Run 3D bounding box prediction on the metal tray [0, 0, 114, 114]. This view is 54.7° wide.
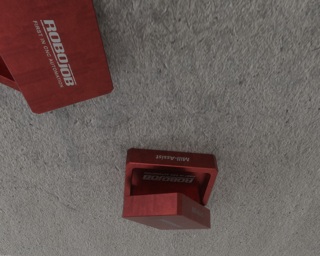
[{"bbox_3d":[-0.103,-0.078,0.303,0.091,0.030,0.129,-18,141,-11],"label":"metal tray"}]

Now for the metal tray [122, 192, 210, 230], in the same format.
[{"bbox_3d":[0.014,0.130,0.470,0.090,0.030,0.130,-10,152,24],"label":"metal tray"}]

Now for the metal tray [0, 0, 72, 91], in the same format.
[{"bbox_3d":[-0.153,-0.106,0.311,0.090,0.030,0.129,26,125,-21],"label":"metal tray"}]

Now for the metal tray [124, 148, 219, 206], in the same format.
[{"bbox_3d":[0.013,0.077,0.469,0.131,0.030,0.089,5,130,-5],"label":"metal tray"}]
